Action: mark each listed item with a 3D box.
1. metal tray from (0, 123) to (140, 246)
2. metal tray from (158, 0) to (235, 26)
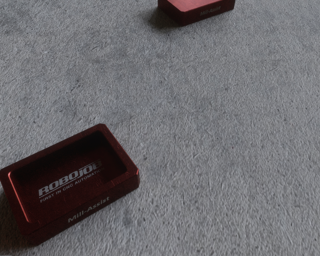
[{"bbox_3d":[-0.100,0.057,0.350,0.131,0.030,0.090,-27,55,-21],"label":"metal tray"},{"bbox_3d":[0.072,-0.252,0.612,0.131,0.030,0.090,-25,54,-20],"label":"metal tray"}]
